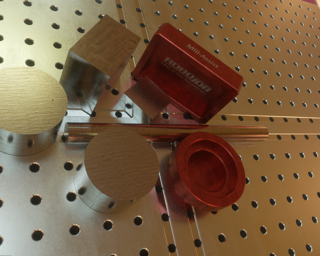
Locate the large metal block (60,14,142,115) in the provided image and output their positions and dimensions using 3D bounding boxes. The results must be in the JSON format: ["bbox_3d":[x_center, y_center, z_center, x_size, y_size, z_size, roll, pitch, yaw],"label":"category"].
[{"bbox_3d":[-0.075,-0.077,0.379,0.050,0.080,0.080,34,51,-7],"label":"large metal block"}]

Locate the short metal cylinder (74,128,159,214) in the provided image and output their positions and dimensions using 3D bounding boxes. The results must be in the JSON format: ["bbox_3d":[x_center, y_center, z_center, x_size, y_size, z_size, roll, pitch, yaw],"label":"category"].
[{"bbox_3d":[-0.048,0.047,0.337,0.081,0.050,0.080,14,56,-21],"label":"short metal cylinder"}]

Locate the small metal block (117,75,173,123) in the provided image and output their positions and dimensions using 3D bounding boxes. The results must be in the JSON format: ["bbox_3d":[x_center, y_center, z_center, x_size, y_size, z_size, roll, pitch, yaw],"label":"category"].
[{"bbox_3d":[-0.020,-0.036,0.419,0.050,0.025,0.050,43,51,1],"label":"small metal block"}]

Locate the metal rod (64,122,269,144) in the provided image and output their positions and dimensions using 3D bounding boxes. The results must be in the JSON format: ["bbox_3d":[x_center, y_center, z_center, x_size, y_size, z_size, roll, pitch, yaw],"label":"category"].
[{"bbox_3d":[0.028,0.007,0.418,0.303,0.025,0.025,1,62,-28],"label":"metal rod"}]

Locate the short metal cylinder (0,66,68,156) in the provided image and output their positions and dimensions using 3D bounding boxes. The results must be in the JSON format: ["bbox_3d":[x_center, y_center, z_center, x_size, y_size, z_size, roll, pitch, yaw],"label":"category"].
[{"bbox_3d":[-0.143,-0.018,0.325,0.081,0.050,0.080,14,56,-21],"label":"short metal cylinder"}]

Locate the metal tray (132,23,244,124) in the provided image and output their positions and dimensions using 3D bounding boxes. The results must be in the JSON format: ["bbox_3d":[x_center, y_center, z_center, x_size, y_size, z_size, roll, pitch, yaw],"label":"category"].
[{"bbox_3d":[0.036,-0.070,0.428,0.130,0.090,0.030,35,51,-6],"label":"metal tray"}]

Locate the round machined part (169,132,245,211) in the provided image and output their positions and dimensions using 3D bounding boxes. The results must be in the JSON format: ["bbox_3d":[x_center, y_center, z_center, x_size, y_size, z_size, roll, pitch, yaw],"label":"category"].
[{"bbox_3d":[0.055,0.057,0.392,0.099,0.042,0.098,14,56,-21],"label":"round machined part"}]
